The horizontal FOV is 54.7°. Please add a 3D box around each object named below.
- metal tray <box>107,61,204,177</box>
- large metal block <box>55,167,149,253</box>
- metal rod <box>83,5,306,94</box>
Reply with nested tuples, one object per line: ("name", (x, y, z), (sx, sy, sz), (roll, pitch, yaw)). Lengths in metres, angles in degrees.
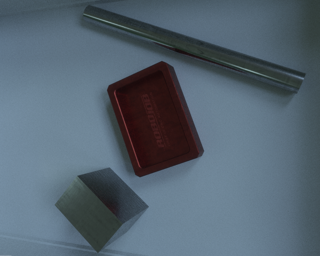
("metal tray", (-0.007, -0.011, 0.409), (0.090, 0.030, 0.129), (-21, 83, 18))
("large metal block", (-0.073, 0.102, 0.406), (0.080, 0.080, 0.050), (42, 103, 15))
("metal rod", (0.030, -0.107, 0.399), (0.301, 0.025, 0.025), (23, 98, 18))
